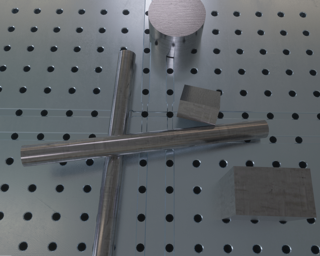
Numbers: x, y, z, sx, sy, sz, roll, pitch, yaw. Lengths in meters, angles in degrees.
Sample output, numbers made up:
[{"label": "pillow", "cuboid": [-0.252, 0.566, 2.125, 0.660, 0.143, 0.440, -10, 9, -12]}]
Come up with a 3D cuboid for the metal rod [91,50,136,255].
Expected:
[{"label": "metal rod", "cuboid": [-0.058, 0.034, 0.398, 0.025, 0.025, 0.299, 4, 70, 1]}]

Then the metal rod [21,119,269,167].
[{"label": "metal rod", "cuboid": [-0.009, 0.017, 0.384, 0.302, 0.025, 0.025, -6, 70, -11]}]

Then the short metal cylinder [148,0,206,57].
[{"label": "short metal cylinder", "cuboid": [0.024, -0.152, 0.454, 0.081, 0.050, 0.080, 0, 70, 0]}]

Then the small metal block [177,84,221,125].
[{"label": "small metal block", "cuboid": [0.052, -0.032, 0.410, 0.050, 0.025, 0.050, 13, 32, 4]}]

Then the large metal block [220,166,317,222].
[{"label": "large metal block", "cuboid": [0.117, 0.078, 0.355, 0.081, 0.080, 0.050, 2, 70, 0]}]
